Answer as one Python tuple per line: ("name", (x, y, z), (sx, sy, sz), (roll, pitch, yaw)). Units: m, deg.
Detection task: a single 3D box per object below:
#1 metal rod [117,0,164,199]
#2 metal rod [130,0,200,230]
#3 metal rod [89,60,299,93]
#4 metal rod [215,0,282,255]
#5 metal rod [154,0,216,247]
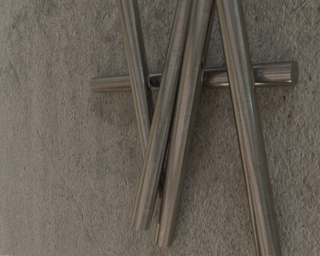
("metal rod", (-0.025, -0.058, 0.391), (0.025, 0.025, 0.298), (-4, 98, 40))
("metal rod", (0.006, -0.022, 0.365), (0.025, 0.025, 0.298), (19, 102, 38))
("metal rod", (0.014, -0.060, 0.393), (0.300, 0.025, 0.025), (4, 93, 40))
("metal rod", (0.086, -0.013, 0.307), (0.025, 0.025, 0.298), (-8, 93, 40))
("metal rod", (0.026, 0.005, 0.360), (0.025, 0.025, 0.298), (22, 111, 38))
